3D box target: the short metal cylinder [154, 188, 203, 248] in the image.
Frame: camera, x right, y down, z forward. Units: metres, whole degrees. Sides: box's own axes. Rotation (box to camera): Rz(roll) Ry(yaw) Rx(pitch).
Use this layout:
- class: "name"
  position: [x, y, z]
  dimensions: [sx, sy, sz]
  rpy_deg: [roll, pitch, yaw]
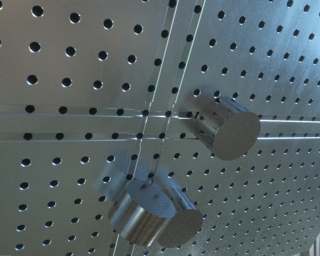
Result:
- class: "short metal cylinder"
  position: [0.022, 0.145, 0.499]
  dimensions: [0.081, 0.050, 0.079]
  rpy_deg: [-14, 125, -21]

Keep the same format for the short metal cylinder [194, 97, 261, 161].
- class: "short metal cylinder"
  position: [0.098, 0.001, 0.451]
  dimensions: [0.081, 0.050, 0.079]
  rpy_deg: [-14, 124, -21]

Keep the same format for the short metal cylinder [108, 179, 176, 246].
- class: "short metal cylinder"
  position: [-0.025, 0.118, 0.436]
  dimensions: [0.080, 0.080, 0.050]
  rpy_deg: [22, 106, -37]
